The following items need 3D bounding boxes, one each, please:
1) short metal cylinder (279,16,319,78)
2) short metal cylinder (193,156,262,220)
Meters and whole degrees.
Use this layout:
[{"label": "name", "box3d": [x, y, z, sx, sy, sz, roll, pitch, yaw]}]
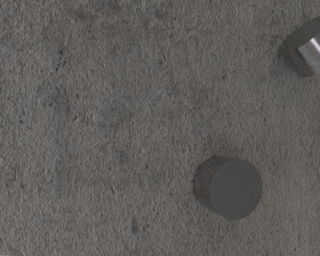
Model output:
[{"label": "short metal cylinder", "box3d": [0.228, -0.121, 0.463, 0.050, 0.080, 0.080, 45, 76, -15]}, {"label": "short metal cylinder", "box3d": [0.093, 0.081, 0.430, 0.081, 0.050, 0.080, 0, 90, -20]}]
